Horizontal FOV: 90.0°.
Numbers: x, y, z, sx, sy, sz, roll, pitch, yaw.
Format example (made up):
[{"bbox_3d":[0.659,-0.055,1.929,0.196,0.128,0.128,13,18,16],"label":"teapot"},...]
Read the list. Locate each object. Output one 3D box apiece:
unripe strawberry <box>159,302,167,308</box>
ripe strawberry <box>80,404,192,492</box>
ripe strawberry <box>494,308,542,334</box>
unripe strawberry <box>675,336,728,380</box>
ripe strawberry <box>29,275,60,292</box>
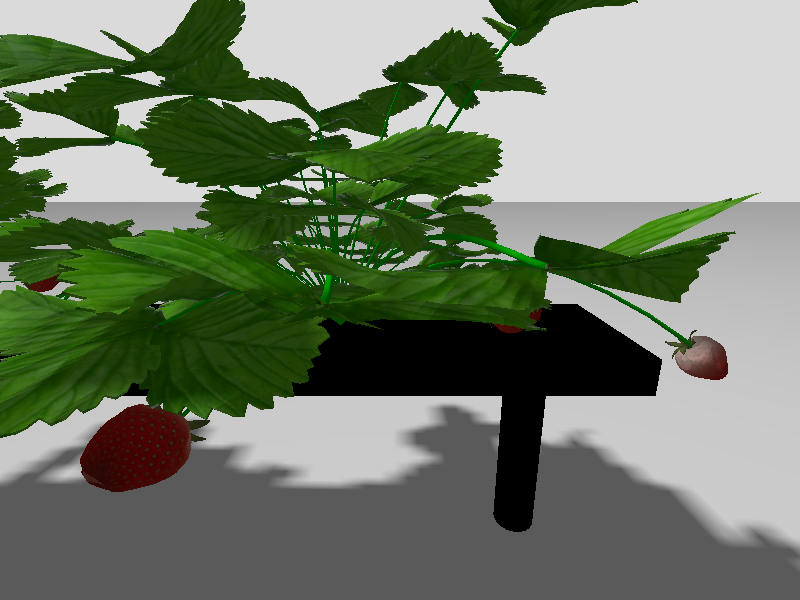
[{"bbox_3d":[-0.222,0.011,0.379,0.016,0.018,0.018,42,14,-7],"label":"unripe strawberry"},{"bbox_3d":[-0.108,0.062,0.163,0.038,0.034,0.035,4,17,14],"label":"ripe strawberry"},{"bbox_3d":[0.099,0.009,0.341,0.041,0.041,0.046,3,16,8],"label":"ripe strawberry"},{"bbox_3d":[0.197,0.039,0.259,0.028,0.027,0.031,43,27,8],"label":"unripe strawberry"},{"bbox_3d":[-0.428,-0.029,0.481,0.033,0.038,0.036,10,18,31],"label":"ripe strawberry"}]
